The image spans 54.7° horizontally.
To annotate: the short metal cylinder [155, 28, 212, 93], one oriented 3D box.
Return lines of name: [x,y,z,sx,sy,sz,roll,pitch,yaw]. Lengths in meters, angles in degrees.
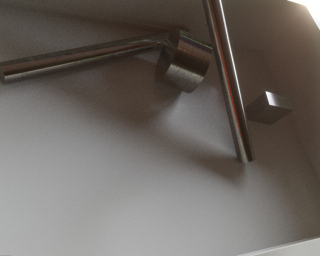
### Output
short metal cylinder: [0.032,-0.096,0.448,0.050,0.080,0.080,19,54,-18]

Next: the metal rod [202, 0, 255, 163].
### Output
metal rod: [0.090,-0.097,0.435,0.025,0.025,0.298,-18,97,-35]

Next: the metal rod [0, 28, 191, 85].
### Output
metal rod: [-0.067,-0.109,0.437,0.302,0.025,0.025,-24,75,-37]

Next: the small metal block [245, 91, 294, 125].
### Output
small metal block: [0.178,-0.031,0.507,0.050,0.050,0.025,9,58,-24]
